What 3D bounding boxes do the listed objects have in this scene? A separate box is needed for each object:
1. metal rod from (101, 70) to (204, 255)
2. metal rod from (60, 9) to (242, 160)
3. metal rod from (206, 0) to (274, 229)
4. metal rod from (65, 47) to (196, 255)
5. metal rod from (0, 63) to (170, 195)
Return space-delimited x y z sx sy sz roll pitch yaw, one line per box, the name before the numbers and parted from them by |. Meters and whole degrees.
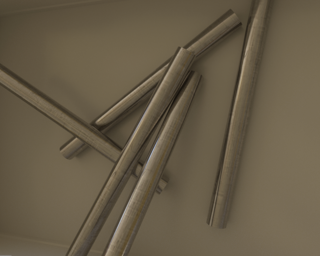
metal rod | -0.015 0.063 0.349 0.025 0.025 0.300 18 70 19
metal rod | -0.023 -0.049 0.418 0.300 0.025 0.025 -37 78 16
metal rod | 0.098 -0.026 0.375 0.025 0.025 0.298 12 94 19
metal rod | -0.039 0.039 0.386 0.025 0.025 0.299 31 96 17
metal rod | -0.118 -0.006 0.420 0.301 0.025 0.025 34 101 4
